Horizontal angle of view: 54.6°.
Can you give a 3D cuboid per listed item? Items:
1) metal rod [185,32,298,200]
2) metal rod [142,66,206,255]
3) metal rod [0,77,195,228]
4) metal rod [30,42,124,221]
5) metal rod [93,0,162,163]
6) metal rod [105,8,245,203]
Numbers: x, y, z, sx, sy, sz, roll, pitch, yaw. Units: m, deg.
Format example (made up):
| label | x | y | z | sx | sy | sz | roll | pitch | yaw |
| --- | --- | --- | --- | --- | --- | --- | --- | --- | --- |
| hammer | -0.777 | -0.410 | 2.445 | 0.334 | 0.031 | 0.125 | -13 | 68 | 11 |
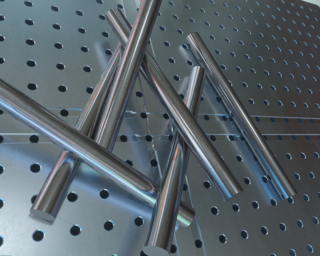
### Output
| label | x | y | z | sx | sy | sz | roll | pitch | yaw |
| --- | --- | --- | --- | --- | --- | --- | --- | --- | --- |
| metal rod | 0.121 | -0.029 | 0.489 | 0.025 | 0.025 | 0.299 | -16 | 70 | -34 |
| metal rod | 0.029 | 0.012 | 0.388 | 0.025 | 0.025 | 0.301 | 29 | 44 | -10 |
| metal rod | -0.082 | 0.018 | 0.318 | 0.301 | 0.025 | 0.025 | 37 | 50 | -17 |
| metal rod | -0.076 | -0.032 | 0.385 | 0.025 | 0.025 | 0.300 | 26 | 52 | -12 |
| metal rod | -0.029 | -0.102 | 0.387 | 0.025 | 0.025 | 0.299 | 21 | 75 | -16 |
| metal rod | 0.006 | -0.045 | 0.386 | 0.025 | 0.025 | 0.299 | -15 | 62 | -34 |
